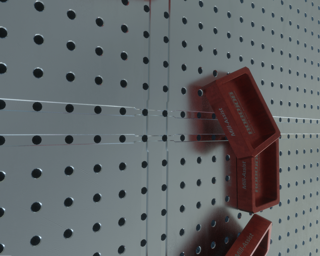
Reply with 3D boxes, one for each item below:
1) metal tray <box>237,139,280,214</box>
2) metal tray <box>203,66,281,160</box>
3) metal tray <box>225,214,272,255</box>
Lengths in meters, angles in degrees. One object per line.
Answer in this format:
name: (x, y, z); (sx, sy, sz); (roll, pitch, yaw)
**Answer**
metal tray: (0.178, 0.079, 0.558); (0.091, 0.030, 0.129); (-3, 92, -40)
metal tray: (0.134, -0.025, 0.498); (0.091, 0.030, 0.129); (-28, 92, -37)
metal tray: (0.137, 0.215, 0.504); (0.131, 0.030, 0.089); (-40, 136, -33)
